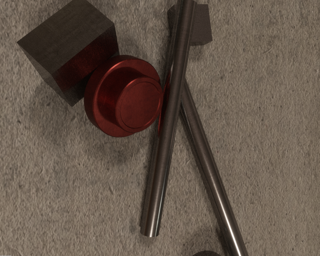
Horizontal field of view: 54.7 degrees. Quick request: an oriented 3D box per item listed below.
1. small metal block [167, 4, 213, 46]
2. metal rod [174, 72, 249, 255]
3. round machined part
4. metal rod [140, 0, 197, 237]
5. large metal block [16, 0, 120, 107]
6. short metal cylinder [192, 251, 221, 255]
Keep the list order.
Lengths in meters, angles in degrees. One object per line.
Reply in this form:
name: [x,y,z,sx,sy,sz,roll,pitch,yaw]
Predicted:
small metal block: [0.041,-0.140,0.425,0.050,0.025,0.050,-9,93,-20]
metal rod: [0.071,0.064,0.436,0.025,0.025,0.298,-23,98,-19]
round machined part: [-0.035,-0.033,0.364,0.099,0.042,0.097,-24,128,-35]
metal rod: [0.010,-0.009,0.395,0.025,0.025,0.298,8,94,-20]
large metal block: [-0.092,-0.080,0.339,0.050,0.080,0.080,42,75,11]
short metal cylinder: [0.072,0.218,0.424,0.081,0.050,0.079,0,90,-21]
